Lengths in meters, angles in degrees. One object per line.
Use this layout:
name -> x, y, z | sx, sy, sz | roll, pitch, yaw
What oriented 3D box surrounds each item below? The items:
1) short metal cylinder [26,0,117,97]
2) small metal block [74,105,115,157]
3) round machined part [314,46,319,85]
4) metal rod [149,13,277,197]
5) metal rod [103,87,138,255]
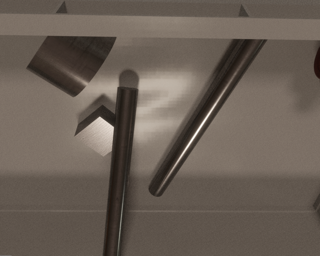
short metal cylinder -> -0.087, -0.077, 0.306 | 0.050, 0.080, 0.080 | 33, 122, -25
small metal block -> -0.076, 0.005, 0.412 | 0.050, 0.025, 0.050 | -35, 123, 25
round machined part -> 0.193, -0.071, 0.304 | 0.042, 0.098, 0.097 | 21, 127, -10
metal rod -> 0.051, -0.006, 0.404 | 0.025, 0.025, 0.298 | 17, 128, -15
metal rod -> -0.056, 0.096, 0.407 | 0.025, 0.025, 0.298 | 6, 104, -5
